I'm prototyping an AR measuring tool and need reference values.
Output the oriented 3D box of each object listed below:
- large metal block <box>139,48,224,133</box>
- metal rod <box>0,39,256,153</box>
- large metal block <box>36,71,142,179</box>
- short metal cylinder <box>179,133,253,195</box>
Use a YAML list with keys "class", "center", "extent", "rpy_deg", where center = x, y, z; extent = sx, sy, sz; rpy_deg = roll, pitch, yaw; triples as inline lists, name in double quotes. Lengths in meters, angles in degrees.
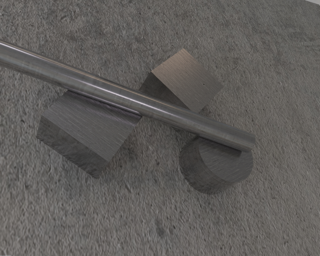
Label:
- class: "large metal block"
  center: [0.029, -0.054, 0.436]
  extent: [0.080, 0.050, 0.080]
  rpy_deg: [45, 51, 2]
- class: "metal rod"
  center: [-0.025, -0.028, 0.343]
  extent: [0.302, 0.025, 0.025]
  rpy_deg: [19, 54, -17]
- class: "large metal block"
  center: [-0.076, -0.004, 0.349]
  extent: [0.080, 0.050, 0.080]
  rpy_deg: [36, 51, -4]
- class: "short metal cylinder"
  center: [0.072, 0.040, 0.402]
  extent: [0.081, 0.050, 0.080]
  rpy_deg: [14, 56, -21]
